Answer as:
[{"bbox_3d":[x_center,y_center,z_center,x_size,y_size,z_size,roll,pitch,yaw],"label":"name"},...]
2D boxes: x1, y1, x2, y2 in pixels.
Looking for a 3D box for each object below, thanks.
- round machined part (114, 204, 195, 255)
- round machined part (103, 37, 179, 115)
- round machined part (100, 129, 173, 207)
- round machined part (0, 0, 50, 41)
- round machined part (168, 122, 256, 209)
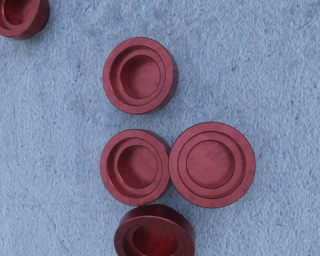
[{"bbox_3d":[-0.005,0.135,0.388,0.098,0.042,0.097,4,115,8],"label":"round machined part"},{"bbox_3d":[-0.022,-0.066,0.408,0.098,0.042,0.097,0,90,20],"label":"round machined part"},{"bbox_3d":[-0.026,0.050,0.409,0.098,0.042,0.097,0,90,20],"label":"round machined part"},{"bbox_3d":[-0.210,-0.182,0.474,0.098,0.042,0.097,0,90,20],"label":"round machined part"},{"bbox_3d":[0.059,0.043,0.369,0.099,0.042,0.097,0,87,2],"label":"round machined part"}]
